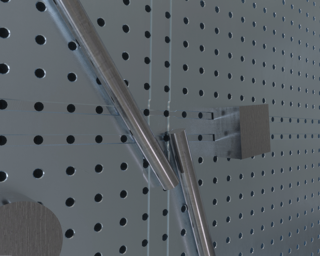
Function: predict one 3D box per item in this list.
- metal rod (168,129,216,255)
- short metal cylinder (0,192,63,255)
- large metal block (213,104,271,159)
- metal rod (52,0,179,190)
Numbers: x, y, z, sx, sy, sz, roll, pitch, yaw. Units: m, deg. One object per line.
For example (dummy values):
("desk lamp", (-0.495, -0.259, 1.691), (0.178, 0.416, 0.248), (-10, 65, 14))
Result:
("metal rod", (0.059, 0.145, 0.459), (0.025, 0.025, 0.298), (-24, 105, -38))
("short metal cylinder", (-0.137, 0.102, 0.279), (0.081, 0.050, 0.079), (0, 90, -40))
("large metal block", (0.135, 0.004, 0.507), (0.081, 0.050, 0.079), (-7, 95, -40))
("metal rod", (-0.051, -0.046, 0.366), (0.025, 0.025, 0.299), (-43, 116, -32))
